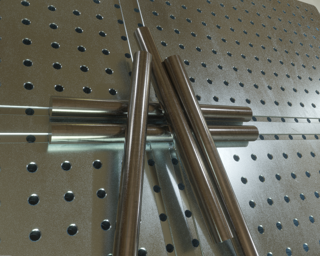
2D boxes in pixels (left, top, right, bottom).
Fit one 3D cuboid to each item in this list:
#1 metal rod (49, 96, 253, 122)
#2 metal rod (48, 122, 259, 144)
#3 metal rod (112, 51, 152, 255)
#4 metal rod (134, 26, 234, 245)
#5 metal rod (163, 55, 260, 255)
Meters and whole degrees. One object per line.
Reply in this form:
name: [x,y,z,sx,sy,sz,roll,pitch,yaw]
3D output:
metal rod: [0.007,-0.023,0.428,0.303,0.025,0.025,1,62,-28]
metal rod: [0.012,0.007,0.412,0.303,0.025,0.025,1,62,-28]
metal rod: [-0.030,0.041,0.344,0.025,0.025,0.299,14,63,-21]
metal rod: [0.022,-0.007,0.394,0.025,0.025,0.299,-6,65,-31]
metal rod: [0.065,0.042,0.395,0.025,0.025,0.299,-11,75,-33]
